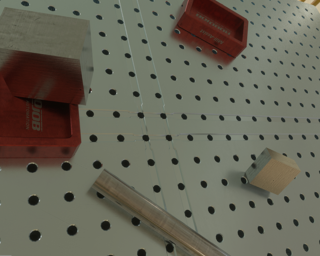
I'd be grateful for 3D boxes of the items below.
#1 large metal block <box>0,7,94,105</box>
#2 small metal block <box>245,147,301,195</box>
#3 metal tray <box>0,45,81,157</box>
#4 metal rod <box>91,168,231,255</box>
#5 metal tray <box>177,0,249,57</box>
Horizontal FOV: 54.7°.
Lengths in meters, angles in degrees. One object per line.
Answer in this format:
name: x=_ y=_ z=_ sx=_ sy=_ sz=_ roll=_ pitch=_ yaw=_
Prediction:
large metal block: x=-0.116 y=-0.071 z=0.323 sx=0.081 sy=0.080 sz=0.050 roll=7 pitch=62 yaw=-5
small metal block: x=0.159 y=0.062 z=0.439 sx=0.050 sy=0.050 sz=0.025 roll=23 pitch=28 yaw=-15
metal tray: x=-0.142 y=-0.032 z=0.348 sx=0.091 sy=0.030 sz=0.130 roll=3 pitch=61 yaw=-27
metal rod: x=0.054 y=0.142 z=0.351 sx=0.301 sy=0.025 sz=0.025 roll=36 pitch=51 yaw=-5
metal tray: x=0.103 y=-0.199 z=0.584 sx=0.131 sy=0.030 sz=0.090 roll=25 pitch=53 yaw=-13
